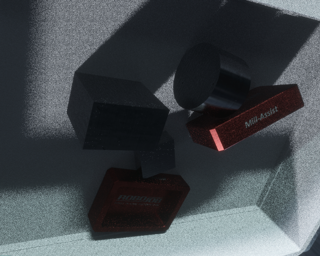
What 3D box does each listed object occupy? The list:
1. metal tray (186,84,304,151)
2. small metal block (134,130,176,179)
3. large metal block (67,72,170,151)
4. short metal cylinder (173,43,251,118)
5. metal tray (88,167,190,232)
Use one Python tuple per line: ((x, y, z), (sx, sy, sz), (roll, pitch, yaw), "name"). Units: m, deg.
((0.110, -0.017, 0.415), (0.131, 0.090, 0.030), (-27, 101, -12), "metal tray")
((-0.008, 0.037, 0.429), (0.050, 0.025, 0.050), (-17, 126, -19), "small metal block")
((-0.049, -0.018, 0.336), (0.081, 0.080, 0.050), (4, 117, -31), "large metal block")
((0.061, -0.056, 0.374), (0.050, 0.080, 0.080), (14, 111, -34), "short metal cylinder")
((-0.029, 0.109, 0.458), (0.131, 0.030, 0.089), (12, 112, -34), "metal tray")
